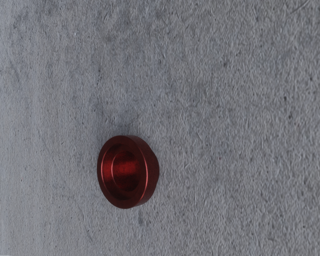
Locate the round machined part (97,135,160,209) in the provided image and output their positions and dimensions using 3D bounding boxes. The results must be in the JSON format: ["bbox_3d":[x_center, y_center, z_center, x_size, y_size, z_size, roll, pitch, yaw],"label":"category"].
[{"bbox_3d":[-0.039,0.059,0.428,0.098,0.042,0.097,0,90,40],"label":"round machined part"}]
